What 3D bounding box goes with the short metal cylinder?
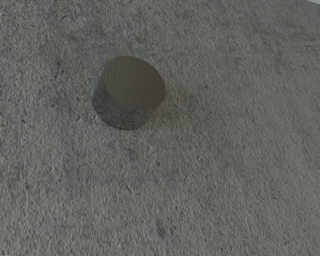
[{"bbox_3d":[-0.040,-0.044,0.393,0.081,0.050,0.080,13,56,-21],"label":"short metal cylinder"}]
